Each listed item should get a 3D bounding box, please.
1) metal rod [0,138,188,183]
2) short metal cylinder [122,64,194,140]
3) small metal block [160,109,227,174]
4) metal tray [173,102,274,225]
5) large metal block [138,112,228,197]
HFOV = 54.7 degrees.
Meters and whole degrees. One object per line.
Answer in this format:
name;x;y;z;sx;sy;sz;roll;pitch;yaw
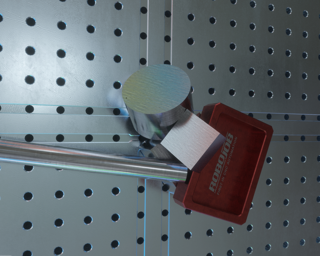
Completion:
metal rod;-0.119;0.031;0.338;0.302;0.025;0.025;8;87;-9
short metal cylinder;-0.001;-0.032;0.377;0.080;0.080;0.050;-37;145;-17
small metal block;0.038;0.015;0.350;0.050;0.050;0.025;-53;147;5
metal tray;0.080;0.044;0.385;0.091;0.030;0.129;22;82;-19
large metal block;0.032;0.035;0.411;0.080;0.050;0.080;-37;102;-17
